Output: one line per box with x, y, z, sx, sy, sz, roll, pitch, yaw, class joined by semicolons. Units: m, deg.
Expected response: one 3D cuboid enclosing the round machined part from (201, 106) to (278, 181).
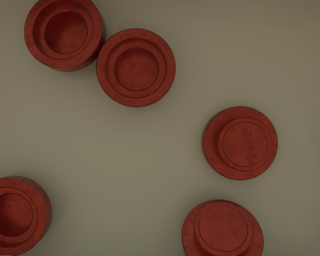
0.106;0.020;0.404;0.099;0.042;0.097;0;90;-1;round machined part

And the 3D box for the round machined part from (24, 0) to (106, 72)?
-0.117;-0.119;0.397;0.099;0.042;0.097;0;86;5;round machined part

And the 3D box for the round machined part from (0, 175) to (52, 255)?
-0.188;0.110;0.401;0.099;0.042;0.097;0;90;-1;round machined part

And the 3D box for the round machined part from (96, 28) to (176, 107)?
-0.030;-0.075;0.403;0.099;0.042;0.097;0;90;-1;round machined part

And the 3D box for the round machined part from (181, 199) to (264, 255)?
0.076;0.130;0.377;0.099;0.042;0.098;-3;47;3;round machined part
